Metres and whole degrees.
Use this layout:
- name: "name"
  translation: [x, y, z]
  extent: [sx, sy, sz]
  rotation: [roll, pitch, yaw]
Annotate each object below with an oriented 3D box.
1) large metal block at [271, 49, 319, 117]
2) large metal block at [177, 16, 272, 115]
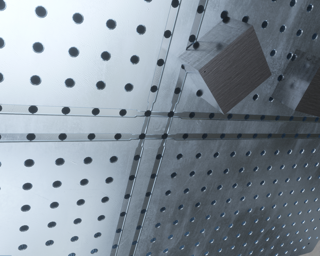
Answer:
- name: "large metal block"
  translation: [0.234, -0.067, 0.480]
  extent: [0.081, 0.050, 0.080]
  rotation: [9, 114, -32]
- name: "large metal block"
  translation: [0.083, -0.078, 0.391]
  extent: [0.080, 0.050, 0.080]
  rotation: [-40, 129, -1]
